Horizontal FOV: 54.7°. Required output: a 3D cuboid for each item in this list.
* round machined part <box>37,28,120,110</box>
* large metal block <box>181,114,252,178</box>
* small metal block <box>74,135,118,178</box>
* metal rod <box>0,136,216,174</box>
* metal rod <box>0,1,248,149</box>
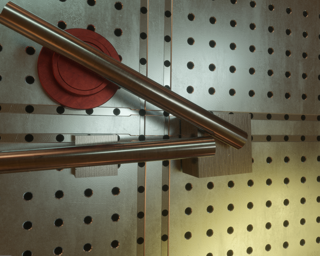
[{"bbox_3d":[-0.093,-0.071,0.369,0.099,0.042,0.097,0,90,-21],"label":"round machined part"},{"bbox_3d":[0.077,0.022,0.426,0.081,0.050,0.079,-2,91,-20],"label":"large metal block"},{"bbox_3d":[-0.080,0.034,0.384,0.050,0.025,0.050,0,90,-21],"label":"small metal block"},{"bbox_3d":[-0.085,0.032,0.353,0.302,0.025,0.025,-4,92,-10],"label":"metal rod"},{"bbox_3d":[-0.026,-0.050,0.352,0.301,0.025,0.025,27,81,-16],"label":"metal rod"}]
